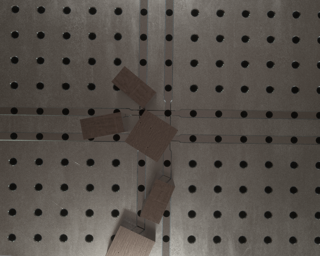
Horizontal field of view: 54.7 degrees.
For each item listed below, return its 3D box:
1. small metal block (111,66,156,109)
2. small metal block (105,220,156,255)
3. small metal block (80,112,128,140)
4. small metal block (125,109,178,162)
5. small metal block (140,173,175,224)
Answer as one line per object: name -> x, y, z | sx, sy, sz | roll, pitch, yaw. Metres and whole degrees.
small metal block -> -0.032, -0.050, 0.400 | 0.050, 0.050, 0.025 | 40, 90, -1
small metal block -> -0.040, 0.159, 0.413 | 0.050, 0.025, 0.050 | 26, 90, -1
small metal block -> -0.070, -0.003, 0.400 | 0.050, 0.050, 0.025 | -11, 90, 0
small metal block -> -0.011, 0.010, 0.413 | 0.050, 0.025, 0.050 | 33, 90, -1
small metal block -> -0.003, 0.089, 0.401 | 0.025, 0.050, 0.050 | 23, 90, 0
